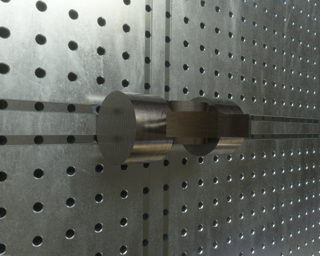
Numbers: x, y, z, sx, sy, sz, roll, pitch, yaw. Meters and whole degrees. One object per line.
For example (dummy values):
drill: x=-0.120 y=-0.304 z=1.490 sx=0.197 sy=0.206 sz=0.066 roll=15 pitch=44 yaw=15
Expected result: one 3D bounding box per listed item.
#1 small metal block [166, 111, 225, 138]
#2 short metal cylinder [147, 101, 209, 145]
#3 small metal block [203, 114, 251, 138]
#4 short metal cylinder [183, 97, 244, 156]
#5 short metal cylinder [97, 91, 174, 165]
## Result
small metal block: x=0.038 y=-0.003 z=0.319 sx=0.050 sy=0.050 sz=0.025 roll=1 pitch=90 yaw=-72
short metal cylinder: x=0.021 y=-0.006 z=0.391 sx=0.081 sy=0.080 sz=0.050 roll=1 pitch=89 yaw=-40
small metal block: x=0.078 y=-0.002 z=0.359 sx=0.050 sy=0.050 sz=0.025 roll=1 pitch=90 yaw=-71
short metal cylinder: x=0.071 y=-0.002 z=0.432 sx=0.050 sy=0.080 sz=0.080 roll=1 pitch=90 yaw=-39
short metal cylinder: x=-0.029 y=0.000 z=0.348 sx=0.050 sy=0.080 sz=0.080 roll=1 pitch=89 yaw=-40
